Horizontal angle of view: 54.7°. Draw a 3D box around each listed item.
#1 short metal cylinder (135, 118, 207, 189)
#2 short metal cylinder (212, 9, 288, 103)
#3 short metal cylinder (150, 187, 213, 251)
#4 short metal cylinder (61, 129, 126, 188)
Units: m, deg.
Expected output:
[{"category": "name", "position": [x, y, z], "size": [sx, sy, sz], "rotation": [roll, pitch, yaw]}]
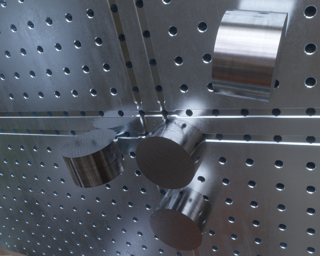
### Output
[{"category": "short metal cylinder", "position": [0.015, 0.033, 0.406], "size": [0.080, 0.050, 0.079], "rotation": [13, 124, 20]}, {"category": "short metal cylinder", "position": [0.084, -0.067, 0.289], "size": [0.050, 0.080, 0.079], "rotation": [12, 124, 21]}, {"category": "short metal cylinder", "position": [0.032, 0.134, 0.460], "size": [0.080, 0.050, 0.079], "rotation": [13, 124, 20]}, {"category": "short metal cylinder", "position": [-0.095, 0.042, 0.450], "size": [0.080, 0.080, 0.050], "rotation": [-1, 118, 28]}]
